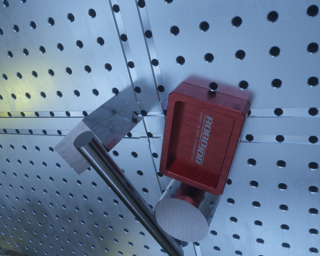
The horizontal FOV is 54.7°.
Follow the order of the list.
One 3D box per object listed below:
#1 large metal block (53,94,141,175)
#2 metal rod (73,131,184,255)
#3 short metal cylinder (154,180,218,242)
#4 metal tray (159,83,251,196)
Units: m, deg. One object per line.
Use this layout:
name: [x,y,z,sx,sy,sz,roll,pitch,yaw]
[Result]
large metal block: [-0.085,0.008,0.426,0.050,0.080,0.080,49,129,-6]
metal rod: [-0.028,0.114,0.437,0.025,0.025,0.299,-2,136,29]
short metal cylinder: [0.038,0.116,0.447,0.080,0.050,0.079,13,124,21]
metal tray: [0.051,0.017,0.391,0.090,0.030,0.129,19,126,17]
